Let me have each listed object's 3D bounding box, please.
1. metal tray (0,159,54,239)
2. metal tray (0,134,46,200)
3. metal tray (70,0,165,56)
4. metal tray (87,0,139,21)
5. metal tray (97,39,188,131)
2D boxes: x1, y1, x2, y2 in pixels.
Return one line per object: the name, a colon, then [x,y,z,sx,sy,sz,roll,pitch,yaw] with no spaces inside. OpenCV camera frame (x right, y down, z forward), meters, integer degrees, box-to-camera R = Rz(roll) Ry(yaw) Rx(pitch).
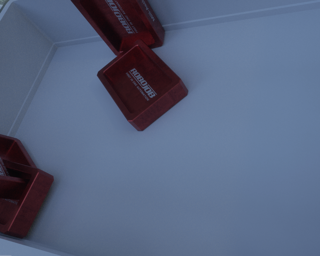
metal tray: [-0.224,0.096,0.449,0.130,0.030,0.090,6,64,34]
metal tray: [-0.234,0.051,0.452,0.130,0.090,0.030,40,99,38]
metal tray: [-0.059,-0.170,0.474,0.090,0.130,0.030,-7,59,24]
metal tray: [-0.083,-0.257,0.591,0.090,0.030,0.130,-43,40,-2]
metal tray: [-0.030,-0.067,0.459,0.090,0.030,0.130,-39,51,2]
